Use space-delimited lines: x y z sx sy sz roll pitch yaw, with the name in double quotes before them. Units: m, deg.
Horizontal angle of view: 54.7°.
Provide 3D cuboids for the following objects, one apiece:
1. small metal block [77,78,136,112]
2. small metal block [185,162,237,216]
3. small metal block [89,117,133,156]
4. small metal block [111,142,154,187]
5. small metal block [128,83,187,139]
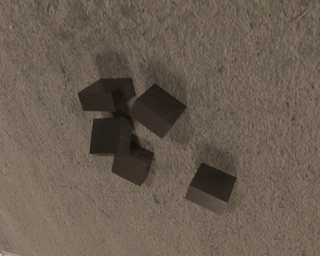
"small metal block" -0.067 -0.043 0.398 0.050 0.050 0.025 3 120 26
"small metal block" 0.067 0.078 0.403 0.050 0.050 0.025 23 127 14
"small metal block" -0.068 0.013 0.432 0.050 0.025 0.050 -3 76 29
"small metal block" -0.041 0.052 0.459 0.050 0.025 0.050 25 127 12
"small metal block" -0.002 -0.022 0.377 0.050 0.050 0.025 36 129 3
